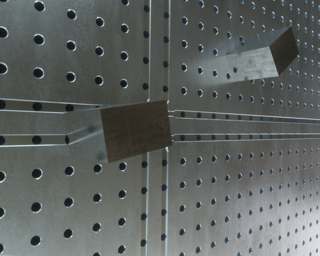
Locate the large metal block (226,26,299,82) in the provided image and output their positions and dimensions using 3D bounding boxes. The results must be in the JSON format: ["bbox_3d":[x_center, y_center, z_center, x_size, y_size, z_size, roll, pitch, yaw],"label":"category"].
[{"bbox_3d":[0.172,-0.123,0.521,0.080,0.080,0.050,-41,116,-32],"label":"large metal block"}]

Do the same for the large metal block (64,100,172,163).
[{"bbox_3d":[-0.046,0.001,0.336,0.081,0.080,0.050,-12,98,-40],"label":"large metal block"}]
